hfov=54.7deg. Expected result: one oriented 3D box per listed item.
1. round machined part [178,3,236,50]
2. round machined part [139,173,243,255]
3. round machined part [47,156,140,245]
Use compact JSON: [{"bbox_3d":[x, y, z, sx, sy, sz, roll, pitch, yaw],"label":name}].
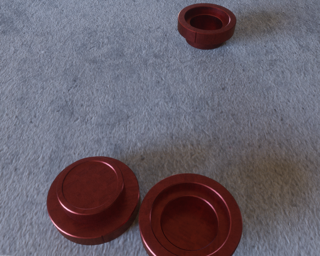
[{"bbox_3d":[0.080,-0.173,0.539,0.099,0.042,0.098,0,50,0],"label":"round machined part"},{"bbox_3d":[0.029,0.098,0.310,0.099,0.042,0.098,0,50,0],"label":"round machined part"},{"bbox_3d":[-0.071,0.070,0.332,0.099,0.042,0.098,0,50,0],"label":"round machined part"}]
